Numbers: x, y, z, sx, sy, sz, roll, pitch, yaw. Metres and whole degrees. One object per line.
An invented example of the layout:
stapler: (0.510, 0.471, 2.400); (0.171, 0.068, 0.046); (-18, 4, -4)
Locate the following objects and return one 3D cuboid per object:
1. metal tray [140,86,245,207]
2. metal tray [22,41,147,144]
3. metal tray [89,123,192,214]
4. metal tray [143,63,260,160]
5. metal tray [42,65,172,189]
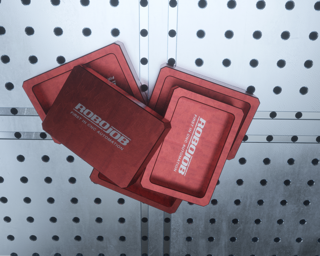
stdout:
metal tray: (0.037, 0.022, 0.386); (0.090, 0.030, 0.129); (19, 97, -7)
metal tray: (-0.092, -0.044, 0.394); (0.130, 0.030, 0.090); (-21, 109, 8)
metal tray: (-0.019, 0.055, 0.431); (0.131, 0.030, 0.090); (25, 108, -9)
metal tray: (0.049, -0.020, 0.402); (0.131, 0.030, 0.089); (18, 109, -6)
metal tray: (-0.064, -0.003, 0.366); (0.130, 0.030, 0.090); (34, 100, 11)
